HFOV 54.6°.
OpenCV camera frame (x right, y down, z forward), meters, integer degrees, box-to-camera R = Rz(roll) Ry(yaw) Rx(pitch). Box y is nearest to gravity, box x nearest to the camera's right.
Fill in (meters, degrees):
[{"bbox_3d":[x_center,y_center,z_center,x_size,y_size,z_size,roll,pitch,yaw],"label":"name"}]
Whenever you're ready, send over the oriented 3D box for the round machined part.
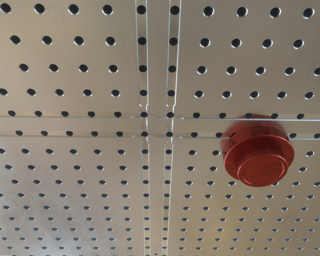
[{"bbox_3d":[0.141,0.047,0.441,0.099,0.042,0.097,0,130,0],"label":"round machined part"}]
